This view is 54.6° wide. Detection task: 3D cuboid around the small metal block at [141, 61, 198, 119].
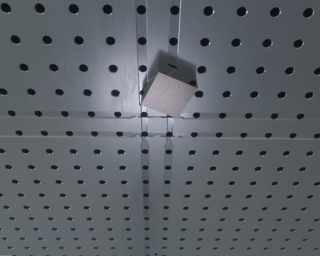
[{"bbox_3d":[0.010,-0.045,0.374,0.050,0.025,0.050,20,127,-16],"label":"small metal block"}]
